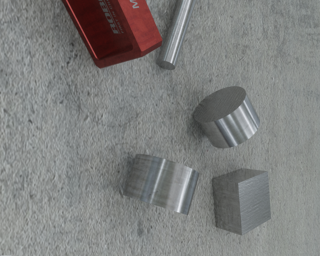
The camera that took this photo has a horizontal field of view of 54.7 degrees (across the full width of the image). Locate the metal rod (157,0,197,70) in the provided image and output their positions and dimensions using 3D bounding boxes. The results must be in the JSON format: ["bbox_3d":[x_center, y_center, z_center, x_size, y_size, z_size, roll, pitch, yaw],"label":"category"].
[{"bbox_3d":[0.052,-0.222,0.446,0.025,0.025,0.299,28,73,-37],"label":"metal rod"}]

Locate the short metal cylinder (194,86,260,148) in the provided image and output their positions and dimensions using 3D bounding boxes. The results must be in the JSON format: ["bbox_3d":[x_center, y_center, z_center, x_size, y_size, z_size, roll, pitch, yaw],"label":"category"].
[{"bbox_3d":[0.097,-0.016,0.450,0.080,0.080,0.050,-50,120,-28],"label":"short metal cylinder"}]

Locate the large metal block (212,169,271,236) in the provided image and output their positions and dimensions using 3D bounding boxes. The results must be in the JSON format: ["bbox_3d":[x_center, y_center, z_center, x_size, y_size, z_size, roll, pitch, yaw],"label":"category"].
[{"bbox_3d":[0.132,0.115,0.499,0.081,0.050,0.079,-9,96,-40],"label":"large metal block"}]

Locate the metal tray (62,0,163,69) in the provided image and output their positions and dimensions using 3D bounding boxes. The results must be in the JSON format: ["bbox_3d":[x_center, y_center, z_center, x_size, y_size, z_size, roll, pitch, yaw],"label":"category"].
[{"bbox_3d":[-0.060,-0.130,0.311,0.030,0.090,0.129,-39,114,-33],"label":"metal tray"}]

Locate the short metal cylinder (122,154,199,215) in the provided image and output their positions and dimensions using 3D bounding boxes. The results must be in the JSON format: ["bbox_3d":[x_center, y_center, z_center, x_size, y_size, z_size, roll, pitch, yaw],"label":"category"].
[{"bbox_3d":[0.002,0.068,0.370,0.080,0.080,0.050,28,73,-37],"label":"short metal cylinder"}]
